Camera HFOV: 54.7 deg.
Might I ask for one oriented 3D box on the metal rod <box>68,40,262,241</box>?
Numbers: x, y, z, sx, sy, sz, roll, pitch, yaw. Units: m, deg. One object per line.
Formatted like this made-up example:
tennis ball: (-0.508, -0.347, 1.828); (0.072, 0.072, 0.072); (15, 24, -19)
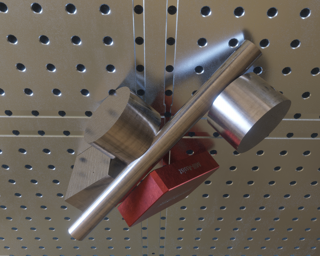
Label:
metal rod: (0.000, 0.020, 0.358); (0.299, 0.025, 0.025); (-47, 119, 7)

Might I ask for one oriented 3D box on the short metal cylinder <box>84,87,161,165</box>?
short metal cylinder: (-0.045, -0.003, 0.372); (0.080, 0.080, 0.050); (-36, 122, 26)

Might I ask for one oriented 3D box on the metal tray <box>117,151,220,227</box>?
metal tray: (0.015, 0.080, 0.425); (0.131, 0.030, 0.090); (-11, 148, -51)

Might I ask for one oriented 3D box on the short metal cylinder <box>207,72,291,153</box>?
short metal cylinder: (0.101, -0.017, 0.356); (0.080, 0.050, 0.080); (-32, 152, -19)

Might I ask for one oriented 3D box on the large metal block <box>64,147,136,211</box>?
large metal block: (-0.077, 0.064, 0.428); (0.080, 0.080, 0.050); (-32, 123, 24)
